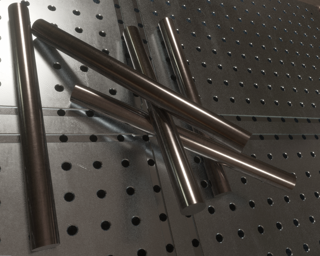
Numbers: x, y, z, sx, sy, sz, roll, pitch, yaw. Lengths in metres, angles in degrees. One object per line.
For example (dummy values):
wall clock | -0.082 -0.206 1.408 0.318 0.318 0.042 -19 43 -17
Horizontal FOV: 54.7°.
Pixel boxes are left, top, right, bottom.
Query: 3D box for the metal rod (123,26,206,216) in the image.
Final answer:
metal rod | -0.006 -0.035 0.384 0.025 0.025 0.300 4 46 -27

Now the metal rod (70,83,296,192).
metal rod | 0.033 0.014 0.394 0.301 0.025 0.025 23 53 -5

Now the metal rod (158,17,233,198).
metal rod | 0.046 -0.046 0.462 0.025 0.025 0.299 -1 62 -29

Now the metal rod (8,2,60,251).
metal rod | -0.144 -0.022 0.344 0.025 0.025 0.299 -3 63 -30

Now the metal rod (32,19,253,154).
metal rod | -0.034 -0.057 0.363 0.301 0.025 0.025 31 49 16
